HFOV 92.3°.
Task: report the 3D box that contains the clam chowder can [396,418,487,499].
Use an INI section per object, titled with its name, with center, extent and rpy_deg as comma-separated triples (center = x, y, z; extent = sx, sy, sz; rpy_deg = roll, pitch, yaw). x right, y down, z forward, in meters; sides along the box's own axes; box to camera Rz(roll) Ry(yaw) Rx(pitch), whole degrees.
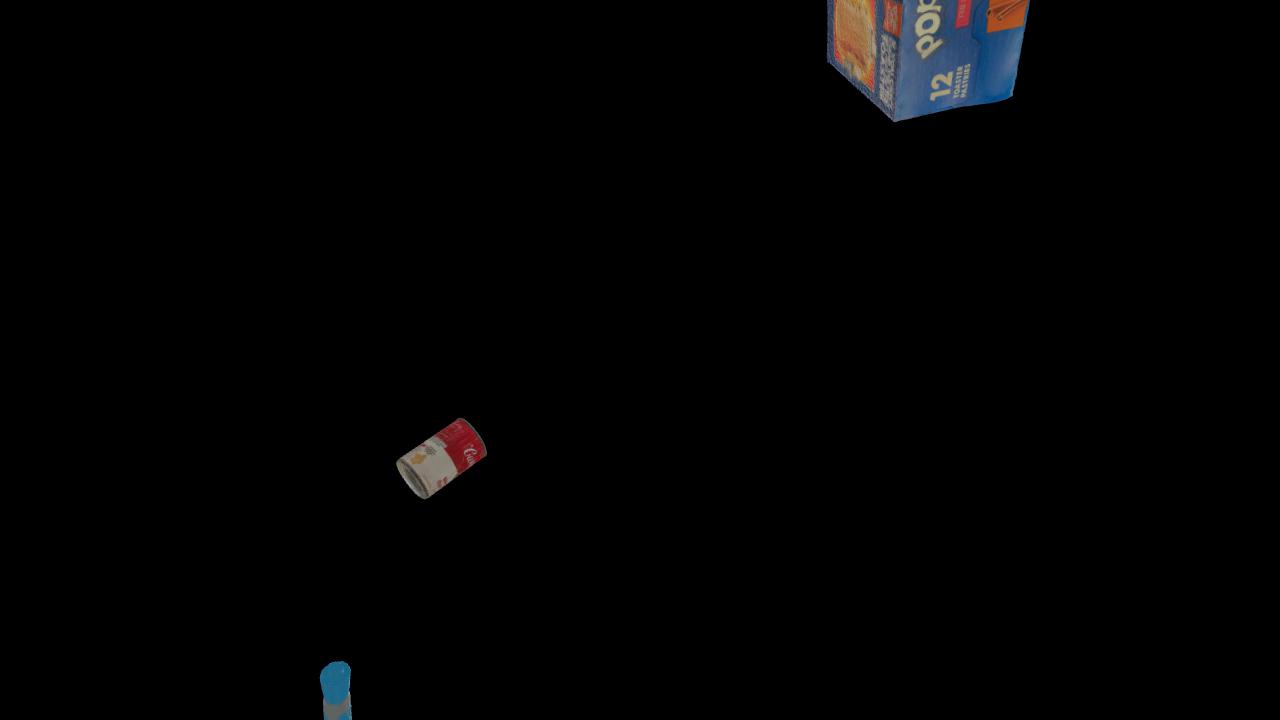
[clam chowder can]
center = -0.274, 0.136, 0.851
extent = 0.102, 0.068, 0.068
rpy_deg = -37, 22, -34

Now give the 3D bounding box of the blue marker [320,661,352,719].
[blue marker]
center = -0.215, 0.257, 0.437
extent = 0.020, 0.121, 0.020
rpy_deg = 10, 28, -5

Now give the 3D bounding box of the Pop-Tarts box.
[Pop-Tarts box]
center = 0.183, -0.268, 0.401
extent = 0.083, 0.167, 0.141
rpy_deg = -13, 41, 4
